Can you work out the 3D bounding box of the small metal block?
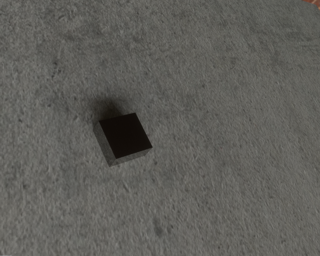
[{"bbox_3d":[-0.045,0.013,0.373,0.050,0.025,0.050,-16,70,-35],"label":"small metal block"}]
